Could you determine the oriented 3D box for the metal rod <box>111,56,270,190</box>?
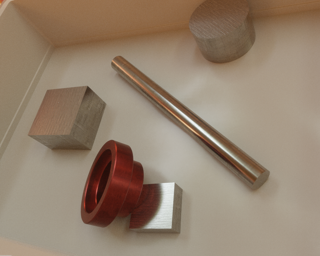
[{"bbox_3d":[0.018,-0.026,0.411,0.025,0.025,0.300,-45,51,-3],"label":"metal rod"}]

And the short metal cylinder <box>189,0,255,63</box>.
[{"bbox_3d":[0.086,-0.137,0.427,0.080,0.050,0.080,-13,56,20],"label":"short metal cylinder"}]

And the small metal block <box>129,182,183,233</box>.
[{"bbox_3d":[-0.004,0.091,0.351,0.050,0.025,0.050,-8,58,23],"label":"small metal block"}]

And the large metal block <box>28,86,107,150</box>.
[{"bbox_3d":[-0.138,-0.014,0.469,0.080,0.050,0.080,-1,61,27],"label":"large metal block"}]

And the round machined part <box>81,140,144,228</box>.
[{"bbox_3d":[-0.053,0.066,0.361,0.097,0.042,0.098,-47,31,41],"label":"round machined part"}]
